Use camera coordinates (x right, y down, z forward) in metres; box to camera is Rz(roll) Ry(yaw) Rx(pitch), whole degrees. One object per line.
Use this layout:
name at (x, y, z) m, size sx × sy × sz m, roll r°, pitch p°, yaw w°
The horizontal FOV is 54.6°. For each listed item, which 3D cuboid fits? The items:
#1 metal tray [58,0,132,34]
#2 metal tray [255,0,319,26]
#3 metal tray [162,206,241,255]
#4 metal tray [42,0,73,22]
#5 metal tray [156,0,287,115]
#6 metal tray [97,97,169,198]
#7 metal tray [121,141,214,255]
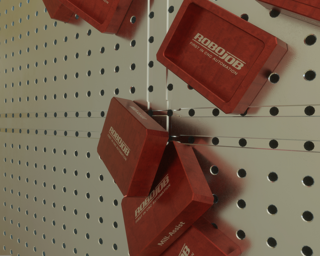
metal tray at (-0.104, -0.214, 0.469) m, size 0.130 × 0.030 × 0.090 m, roll 38°, pitch 115°, yaw 14°
metal tray at (0.160, -0.137, 0.274) m, size 0.130 × 0.030 × 0.089 m, roll 38°, pitch 113°, yaw 33°
metal tray at (0.030, 0.173, 0.382) m, size 0.090 × 0.030 × 0.129 m, roll 35°, pitch 111°, yaw 34°
metal tray at (-0.162, -0.264, 0.542) m, size 0.129 × 0.030 × 0.090 m, roll -43°, pitch 64°, yaw 31°
metal tray at (0.063, -0.086, 0.354) m, size 0.130 × 0.030 × 0.090 m, roll 44°, pitch 116°, yaw 31°
metal tray at (-0.042, 0.021, 0.414) m, size 0.130 × 0.030 × 0.089 m, roll 41°, pitch 117°, yaw 55°
metal tray at (0.002, 0.091, 0.382) m, size 0.129 × 0.030 × 0.090 m, roll -52°, pitch 35°, yaw 27°
